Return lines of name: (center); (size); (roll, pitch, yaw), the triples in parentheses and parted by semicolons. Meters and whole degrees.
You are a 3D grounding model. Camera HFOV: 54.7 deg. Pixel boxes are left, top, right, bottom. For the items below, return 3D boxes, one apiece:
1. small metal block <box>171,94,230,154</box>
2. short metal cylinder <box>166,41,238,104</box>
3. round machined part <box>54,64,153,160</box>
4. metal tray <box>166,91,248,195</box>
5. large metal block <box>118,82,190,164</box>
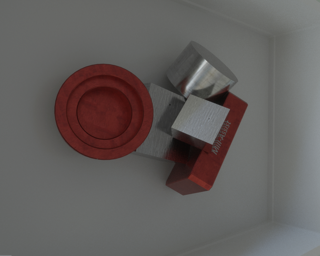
small metal block: (0.048, -0.005, 0.363); (0.050, 0.050, 0.025); (-60, 162, -23)
short metal cylinder: (0.055, -0.069, 0.409); (0.080, 0.080, 0.050); (21, 121, -38)
round machined part: (-0.060, -0.015, 0.330); (0.099, 0.042, 0.097); (2, 85, -17)
metal tray: (0.061, 0.023, 0.414); (0.030, 0.090, 0.130); (32, 67, -7)
large metal block: (-0.005, -0.003, 0.387); (0.080, 0.050, 0.080); (19, 78, -39)
